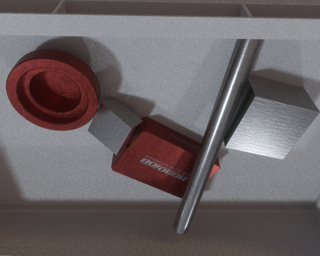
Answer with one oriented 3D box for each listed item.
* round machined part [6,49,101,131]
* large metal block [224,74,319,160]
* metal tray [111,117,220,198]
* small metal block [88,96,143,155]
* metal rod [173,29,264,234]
[{"bbox_3d":[-0.118,-0.047,0.357,0.099,0.042,0.097,-1,130,0],"label":"round machined part"},{"bbox_3d":[0.130,-0.013,0.384,0.081,0.050,0.079,12,129,-11],"label":"large metal block"},{"bbox_3d":[0.008,0.048,0.447,0.131,0.030,0.090,26,125,-22],"label":"metal tray"},{"bbox_3d":[-0.057,-0.003,0.391,0.050,0.025,0.050,39,125,9],"label":"small metal block"},{"bbox_3d":[0.064,0.025,0.397,0.025,0.025,0.298,10,119,-9],"label":"metal rod"}]
